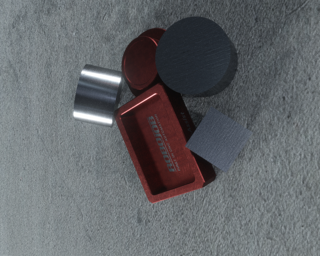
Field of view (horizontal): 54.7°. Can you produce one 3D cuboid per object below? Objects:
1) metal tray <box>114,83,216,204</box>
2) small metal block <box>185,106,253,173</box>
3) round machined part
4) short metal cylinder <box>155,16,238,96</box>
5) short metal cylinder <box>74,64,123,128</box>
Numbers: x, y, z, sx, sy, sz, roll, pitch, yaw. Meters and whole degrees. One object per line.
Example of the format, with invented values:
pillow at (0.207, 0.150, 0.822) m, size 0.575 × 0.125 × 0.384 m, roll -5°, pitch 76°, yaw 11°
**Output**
metal tray at (0.003, 0.020, 0.386) m, size 0.090 × 0.030 × 0.129 m, roll -28°, pitch 82°, yaw 36°
small metal block at (0.062, 0.013, 0.332) m, size 0.050 × 0.025 × 0.050 m, roll 33°, pitch 88°, yaw 6°
round machined part at (-0.012, -0.082, 0.406) m, size 0.098 × 0.042 × 0.097 m, roll 0°, pitch 90°, yaw 40°
short metal cylinder at (0.042, -0.075, 0.342) m, size 0.080 × 0.050 × 0.079 m, roll 1°, pitch 92°, yaw 22°
short metal cylinder at (-0.084, -0.044, 0.431) m, size 0.050 × 0.080 × 0.079 m, roll 12°, pitch 101°, yaw -5°
